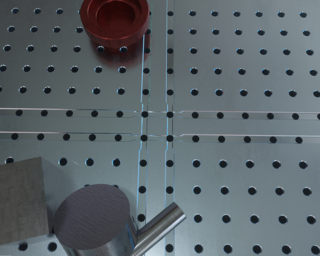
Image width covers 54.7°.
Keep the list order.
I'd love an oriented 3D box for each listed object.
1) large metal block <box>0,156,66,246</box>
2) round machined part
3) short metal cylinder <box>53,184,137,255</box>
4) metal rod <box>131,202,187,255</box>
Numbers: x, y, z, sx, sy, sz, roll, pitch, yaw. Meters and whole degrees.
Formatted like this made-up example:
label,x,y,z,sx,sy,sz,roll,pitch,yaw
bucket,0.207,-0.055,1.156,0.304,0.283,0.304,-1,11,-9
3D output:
label,x,y,z,sx,sy,sz,roll,pitch,yaw
large metal block,-0.141,0.085,0.350,0.050,0.080,0.080,-12,71,-4
round machined part,-0.065,-0.160,0.461,0.099,0.042,0.098,0,70,0
short metal cylinder,-0.069,0.109,0.340,0.080,0.050,0.080,-4,40,4
metal rod,-0.094,0.187,0.342,0.301,0.025,0.025,-37,74,-13
